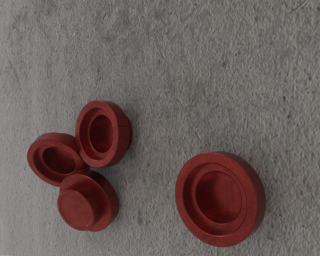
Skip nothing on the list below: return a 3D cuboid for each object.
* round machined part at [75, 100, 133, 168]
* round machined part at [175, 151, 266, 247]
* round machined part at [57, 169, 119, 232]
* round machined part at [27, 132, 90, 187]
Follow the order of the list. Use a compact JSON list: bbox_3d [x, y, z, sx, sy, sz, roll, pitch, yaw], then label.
[{"bbox_3d":[-0.079,0.009,0.459,0.098,0.042,0.097,0,90,40],"label":"round machined part"},{"bbox_3d":[0.068,0.074,0.338,0.098,0.042,0.097,0,90,40],"label":"round machined part"},{"bbox_3d":[-0.115,0.115,0.469,0.098,0.042,0.097,8,110,24],"label":"round machined part"},{"bbox_3d":[-0.159,0.047,0.505,0.098,0.042,0.097,6,123,9],"label":"round machined part"}]
